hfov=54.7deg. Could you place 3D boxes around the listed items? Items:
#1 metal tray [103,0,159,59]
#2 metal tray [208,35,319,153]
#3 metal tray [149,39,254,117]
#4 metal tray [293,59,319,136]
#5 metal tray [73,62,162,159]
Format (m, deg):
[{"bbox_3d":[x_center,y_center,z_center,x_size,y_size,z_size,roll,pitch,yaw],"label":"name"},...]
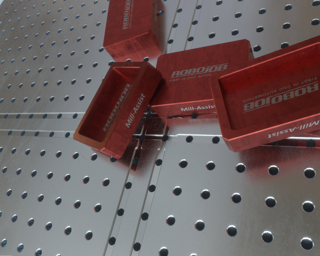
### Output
[{"bbox_3d":[-0.048,-0.191,0.545,0.090,0.030,0.130,-12,56,21],"label":"metal tray"},{"bbox_3d":[0.124,-0.036,0.322,0.130,0.030,0.090,-18,55,17],"label":"metal tray"},{"bbox_3d":[0.055,-0.065,0.415,0.130,0.030,0.090,-4,60,25],"label":"metal tray"},{"bbox_3d":[0.212,-0.031,0.313,0.130,0.030,0.090,12,67,32],"label":"metal tray"},{"bbox_3d":[-0.061,-0.029,0.430,0.090,0.030,0.130,14,74,49],"label":"metal tray"}]
